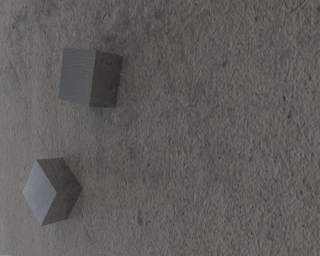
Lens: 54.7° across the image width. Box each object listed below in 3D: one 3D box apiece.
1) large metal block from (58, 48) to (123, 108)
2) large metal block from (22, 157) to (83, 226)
[{"bbox_3d":[-0.109,-0.077,0.479,0.080,0.050,0.079,15,100,39],"label":"large metal block"},{"bbox_3d":[-0.191,0.110,0.547,0.080,0.050,0.080,45,117,30],"label":"large metal block"}]
